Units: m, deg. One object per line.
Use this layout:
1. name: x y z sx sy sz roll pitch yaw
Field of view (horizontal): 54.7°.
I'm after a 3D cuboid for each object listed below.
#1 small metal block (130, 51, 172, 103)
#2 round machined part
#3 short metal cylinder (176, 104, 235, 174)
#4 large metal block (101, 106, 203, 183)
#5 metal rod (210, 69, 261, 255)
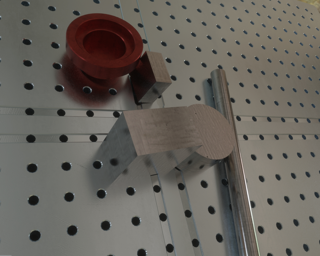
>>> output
1. small metal block: -0.014 -0.069 0.427 0.025 0.050 0.050 0 62 -36
2. round machined part: -0.075 -0.104 0.415 0.099 0.042 0.098 9 56 -13
3. short metal cylinder: 0.051 0.015 0.412 0.081 0.050 0.080 14 56 -21
4. large metal block: -0.012 0.019 0.356 0.081 0.080 0.050 -7 65 -32
5. metal rod: 0.103 0.038 0.442 0.025 0.025 0.299 11 57 -23
